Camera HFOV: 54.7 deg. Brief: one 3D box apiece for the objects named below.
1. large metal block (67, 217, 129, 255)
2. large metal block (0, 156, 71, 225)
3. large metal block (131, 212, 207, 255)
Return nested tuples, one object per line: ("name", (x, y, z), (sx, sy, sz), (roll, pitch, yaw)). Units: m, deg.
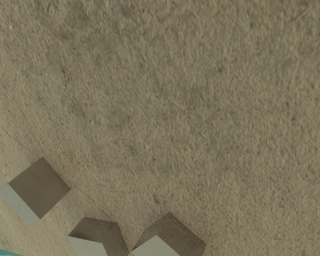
("large metal block", (-0.115, 0.221, 0.585), (0.080, 0.050, 0.080), (-1, 118, 28))
("large metal block", (-0.224, 0.112, 0.556), (0.050, 0.080, 0.080), (-29, 103, 37))
("large metal block", (0.014, 0.195, 0.503), (0.080, 0.050, 0.080), (42, 129, -1))
